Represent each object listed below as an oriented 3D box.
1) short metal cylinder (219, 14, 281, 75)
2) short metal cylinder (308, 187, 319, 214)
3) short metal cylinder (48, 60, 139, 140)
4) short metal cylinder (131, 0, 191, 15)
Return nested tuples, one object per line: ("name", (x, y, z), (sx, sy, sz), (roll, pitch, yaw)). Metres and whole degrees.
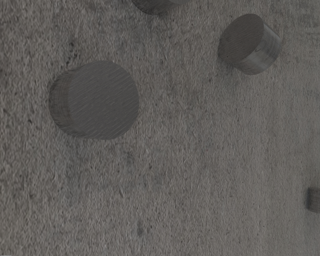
("short metal cylinder", (0.140, -0.130, 0.486), (0.050, 0.080, 0.080), (21, 77, -38))
("short metal cylinder", (0.371, 0.161, 0.681), (0.081, 0.080, 0.050), (10, 84, -40))
("short metal cylinder", (-0.070, -0.028, 0.330), (0.081, 0.050, 0.079), (0, 90, -40))
("short metal cylinder", (0.001, -0.189, 0.389), (0.081, 0.050, 0.079), (0, 90, -40))
